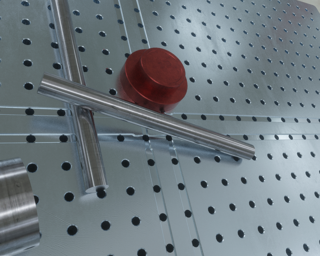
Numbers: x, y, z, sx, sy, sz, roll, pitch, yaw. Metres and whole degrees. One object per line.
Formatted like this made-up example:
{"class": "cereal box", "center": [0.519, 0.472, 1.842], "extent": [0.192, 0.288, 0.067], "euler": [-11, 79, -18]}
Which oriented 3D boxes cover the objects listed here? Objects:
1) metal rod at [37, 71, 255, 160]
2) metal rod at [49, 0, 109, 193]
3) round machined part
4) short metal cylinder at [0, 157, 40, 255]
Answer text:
{"class": "metal rod", "center": [0.003, -0.006, 0.394], "extent": [0.302, 0.025, 0.025], "euler": [18, 54, -26]}
{"class": "metal rod", "center": [-0.108, -0.066, 0.390], "extent": [0.025, 0.025, 0.299], "euler": [-3, 63, -30]}
{"class": "round machined part", "center": [-0.003, -0.076, 0.443], "extent": [0.099, 0.042, 0.098], "euler": [14, 56, -21]}
{"class": "short metal cylinder", "center": [-0.138, 0.068, 0.258], "extent": [0.050, 0.080, 0.080], "euler": [-11, 68, -33]}
